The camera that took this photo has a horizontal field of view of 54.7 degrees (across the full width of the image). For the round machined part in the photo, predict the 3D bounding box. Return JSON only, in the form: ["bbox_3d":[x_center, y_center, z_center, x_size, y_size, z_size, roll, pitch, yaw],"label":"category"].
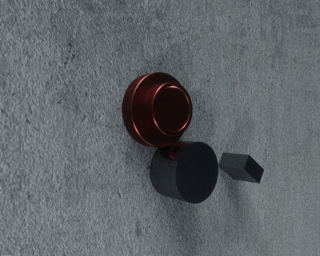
[{"bbox_3d":[0.004,-0.023,0.399,0.099,0.042,0.097,0,90,-40],"label":"round machined part"}]

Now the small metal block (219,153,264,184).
[{"bbox_3d":[0.131,0.064,0.502,0.050,0.050,0.025,40,66,-33],"label":"small metal block"}]

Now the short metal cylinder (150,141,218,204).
[{"bbox_3d":[0.033,0.057,0.419,0.081,0.050,0.079,0,91,-40],"label":"short metal cylinder"}]
